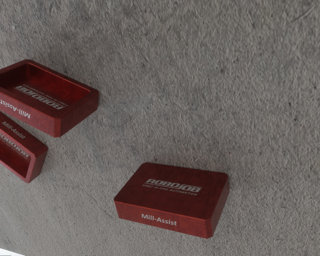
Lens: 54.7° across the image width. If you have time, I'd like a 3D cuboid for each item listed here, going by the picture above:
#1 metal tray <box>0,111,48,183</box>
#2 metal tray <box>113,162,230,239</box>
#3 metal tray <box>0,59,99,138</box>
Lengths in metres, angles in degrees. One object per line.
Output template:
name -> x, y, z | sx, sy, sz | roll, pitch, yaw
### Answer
metal tray -> -0.274, 0.033, 0.568 | 0.130, 0.030, 0.089 | 36, 129, 4
metal tray -> 0.017, 0.090, 0.411 | 0.130, 0.090, 0.030 | 5, 121, 26
metal tray -> -0.162, -0.045, 0.422 | 0.130, 0.090, 0.030 | 25, 127, 13
